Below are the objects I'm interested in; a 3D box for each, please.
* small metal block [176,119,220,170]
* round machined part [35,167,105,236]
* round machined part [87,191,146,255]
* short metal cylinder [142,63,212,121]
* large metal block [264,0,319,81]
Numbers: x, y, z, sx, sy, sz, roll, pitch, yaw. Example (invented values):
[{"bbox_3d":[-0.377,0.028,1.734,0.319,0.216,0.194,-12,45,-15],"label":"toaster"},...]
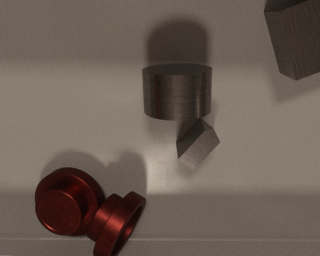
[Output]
[{"bbox_3d":[0.048,0.020,0.406,0.025,0.050,0.050,37,106,-13],"label":"small metal block"},{"bbox_3d":[-0.130,0.108,0.428,0.098,0.042,0.097,3,106,13],"label":"round machined part"},{"bbox_3d":[-0.062,0.129,0.424,0.042,0.098,0.097,28,109,12],"label":"round machined part"},{"bbox_3d":[0.020,-0.045,0.366,0.081,0.080,0.050,-2,110,0],"label":"short metal cylinder"},{"bbox_3d":[0.178,-0.111,0.360,0.080,0.050,0.080,-20,109,7],"label":"large metal block"}]
